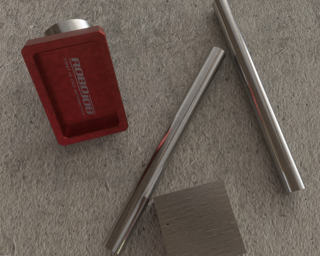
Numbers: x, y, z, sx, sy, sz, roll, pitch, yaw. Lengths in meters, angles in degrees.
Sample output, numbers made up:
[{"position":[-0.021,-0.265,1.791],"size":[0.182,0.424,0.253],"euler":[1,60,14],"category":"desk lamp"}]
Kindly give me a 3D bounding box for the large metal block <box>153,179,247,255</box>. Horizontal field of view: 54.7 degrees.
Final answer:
[{"position":[0.041,0.112,0.355],"size":[0.081,0.050,0.080],"euler":[-14,71,-5],"category":"large metal block"}]

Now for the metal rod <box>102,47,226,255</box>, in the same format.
[{"position":[0.014,0.015,0.402],"size":[0.025,0.025,0.300],"euler":[26,72,9],"category":"metal rod"}]

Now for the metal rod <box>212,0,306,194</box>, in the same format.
[{"position":[0.130,-0.058,0.430],"size":[0.025,0.025,0.299],"euler":[-13,71,-5],"category":"metal rod"}]

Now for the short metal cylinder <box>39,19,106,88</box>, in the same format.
[{"position":[-0.113,-0.097,0.413],"size":[0.080,0.080,0.050],"euler":[-24,72,-9],"category":"short metal cylinder"}]

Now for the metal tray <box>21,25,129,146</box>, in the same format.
[{"position":[-0.096,-0.048,0.374],"size":[0.091,0.129,0.030],"euler":[-14,31,-5],"category":"metal tray"}]
